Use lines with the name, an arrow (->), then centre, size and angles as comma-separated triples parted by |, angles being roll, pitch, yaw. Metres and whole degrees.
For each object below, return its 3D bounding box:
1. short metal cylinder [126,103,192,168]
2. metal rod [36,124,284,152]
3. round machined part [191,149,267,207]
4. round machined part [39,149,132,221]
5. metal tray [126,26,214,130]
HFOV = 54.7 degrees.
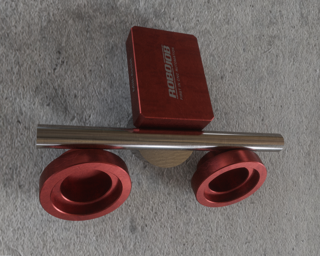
short metal cylinder -> 0.001, 0.008, 0.399 | 0.081, 0.050, 0.079 | 0, 90, -21
metal rod -> 0.017, 0.014, 0.365 | 0.303, 0.025, 0.025 | 2, 89, -21
round machined part -> 0.088, 0.061, 0.417 | 0.099, 0.042, 0.097 | -10, 136, -10
round machined part -> -0.085, 0.059, 0.353 | 0.099, 0.042, 0.097 | -11, 132, -12
metal tray -> 0.009, -0.062, 0.383 | 0.091, 0.030, 0.130 | 2, 63, -20
